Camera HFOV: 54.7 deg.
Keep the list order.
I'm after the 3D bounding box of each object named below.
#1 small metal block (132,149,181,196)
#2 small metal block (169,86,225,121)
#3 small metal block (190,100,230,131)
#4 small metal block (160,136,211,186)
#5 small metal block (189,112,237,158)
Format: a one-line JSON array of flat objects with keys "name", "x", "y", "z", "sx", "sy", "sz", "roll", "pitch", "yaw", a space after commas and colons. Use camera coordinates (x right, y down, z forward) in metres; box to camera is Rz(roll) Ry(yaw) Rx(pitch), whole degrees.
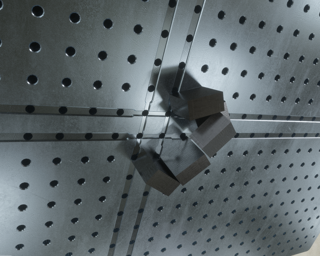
[{"name": "small metal block", "x": -0.006, "y": 0.062, "z": 0.432, "sx": 0.025, "sy": 0.050, "sz": 0.050, "roll": -48, "pitch": 129, "yaw": 5}, {"name": "small metal block", "x": 0.047, "y": -0.033, "z": 0.399, "sx": 0.050, "sy": 0.050, "sz": 0.025, "roll": -16, "pitch": 111, "yaw": -20}, {"name": "small metal block", "x": 0.072, "y": -0.012, "z": 0.445, "sx": 0.050, "sy": 0.025, "sz": 0.050, "roll": -31, "pitch": 129, "yaw": -9}, {"name": "small metal block", "x": 0.036, "y": 0.046, "z": 0.445, "sx": 0.050, "sy": 0.050, "sz": 0.025, "roll": -37, "pitch": 130, "yaw": -4}, {"name": "small metal block", "x": 0.072, "y": 0.009, "z": 0.415, "sx": 0.050, "sy": 0.025, "sz": 0.050, "roll": -43, "pitch": 152, "yaw": 2}]
